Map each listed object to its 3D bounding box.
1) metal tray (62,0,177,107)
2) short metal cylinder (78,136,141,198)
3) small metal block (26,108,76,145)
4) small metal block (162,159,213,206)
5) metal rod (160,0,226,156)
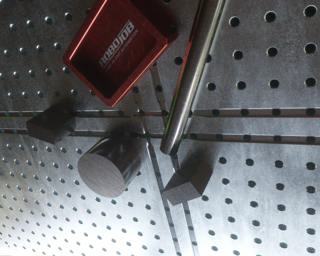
[{"bbox_3d":[-0.053,-0.096,0.374,0.090,0.030,0.129,45,129,-4],"label":"metal tray"},{"bbox_3d":[-0.076,0.059,0.470,0.080,0.050,0.079,13,124,20],"label":"short metal cylinder"},{"bbox_3d":[-0.167,-0.004,0.478,0.050,0.050,0.025,17,125,18],"label":"small metal block"},{"bbox_3d":[0.038,0.074,0.420,0.050,0.050,0.025,-30,102,37],"label":"small metal block"},{"bbox_3d":[0.042,-0.088,0.333,0.025,0.025,0.298,24,127,13],"label":"metal rod"}]
